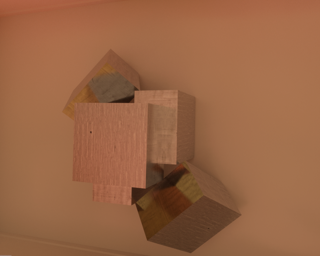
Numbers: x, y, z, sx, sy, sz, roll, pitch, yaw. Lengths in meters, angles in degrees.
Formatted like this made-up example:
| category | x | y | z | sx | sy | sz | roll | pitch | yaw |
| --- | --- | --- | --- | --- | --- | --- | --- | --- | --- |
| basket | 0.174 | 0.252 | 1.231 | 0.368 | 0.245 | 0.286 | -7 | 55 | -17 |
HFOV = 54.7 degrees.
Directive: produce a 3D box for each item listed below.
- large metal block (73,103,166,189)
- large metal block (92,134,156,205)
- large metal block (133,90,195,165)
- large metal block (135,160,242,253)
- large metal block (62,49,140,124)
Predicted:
| category | x | y | z | sx | sy | sz | roll | pitch | yaw |
| --- | --- | --- | --- | --- | --- | --- | --- | --- | --- |
| large metal block | -0.041 | 0.015 | 0.325 | 0.080 | 0.050 | 0.080 | 2 | 91 | 20 |
| large metal block | -0.042 | 0.047 | 0.395 | 0.050 | 0.080 | 0.080 | 1 | 90 | 20 |
| large metal block | 0.008 | -0.001 | 0.375 | 0.050 | 0.080 | 0.080 | 1 | 90 | 20 |
| large metal block | 0.033 | 0.094 | 0.360 | 0.080 | 0.080 | 0.050 | -43 | 42 | 15 |
| large metal block | -0.072 | -0.048 | 0.397 | 0.050 | 0.080 | 0.080 | 40 | 105 | -21 |
